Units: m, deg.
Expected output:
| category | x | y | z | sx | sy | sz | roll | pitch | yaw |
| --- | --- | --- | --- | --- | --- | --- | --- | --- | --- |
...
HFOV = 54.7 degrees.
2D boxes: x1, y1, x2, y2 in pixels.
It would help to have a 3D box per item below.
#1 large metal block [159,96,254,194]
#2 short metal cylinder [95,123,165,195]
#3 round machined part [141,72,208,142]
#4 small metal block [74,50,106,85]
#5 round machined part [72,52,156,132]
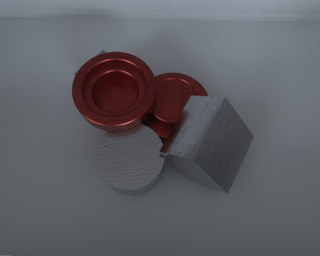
| category | x | y | z | sx | sy | sz | roll | pitch | yaw |
| --- | --- | --- | --- | --- | --- | --- | --- | --- | --- |
| large metal block | 0.058 | 0.019 | 0.365 | 0.050 | 0.080 | 0.080 | 9 | 63 | 47 |
| short metal cylinder | -0.035 | 0.039 | 0.380 | 0.081 | 0.050 | 0.080 | 0 | 70 | 0 |
| round machined part | 0.018 | -0.031 | 0.409 | 0.099 | 0.042 | 0.098 | 0 | 70 | -1 |
| small metal block | -0.082 | -0.069 | 0.418 | 0.025 | 0.050 | 0.050 | 42 | 76 | 13 |
| round machined part | -0.054 | -0.041 | 0.382 | 0.099 | 0.042 | 0.098 | 0 | 70 | -1 |
